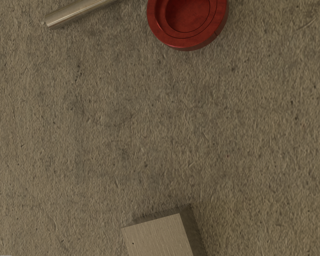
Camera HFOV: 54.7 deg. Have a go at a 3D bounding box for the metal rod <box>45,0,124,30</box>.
[{"bbox_3d":[-0.028,-0.197,0.418,0.301,0.025,0.025,-15,85,19],"label":"metal rod"}]

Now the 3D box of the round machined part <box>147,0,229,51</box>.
[{"bbox_3d":[0.037,-0.144,0.387,0.098,0.042,0.097,0,90,20],"label":"round machined part"}]

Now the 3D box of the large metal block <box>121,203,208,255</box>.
[{"bbox_3d":[0.008,0.150,0.393,0.080,0.050,0.080,-20,83,18],"label":"large metal block"}]
